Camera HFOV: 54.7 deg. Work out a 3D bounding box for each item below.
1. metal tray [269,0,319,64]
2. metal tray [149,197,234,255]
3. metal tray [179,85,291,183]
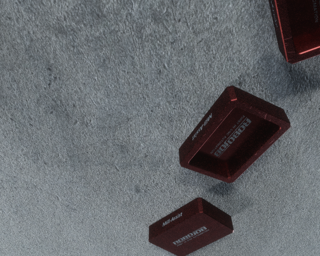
[{"bbox_3d":[0.151,-0.134,0.290,0.090,0.030,0.130,-19,128,15],"label":"metal tray"},{"bbox_3d":[0.054,0.183,0.560,0.090,0.030,0.130,36,121,-27],"label":"metal tray"},{"bbox_3d":[0.095,0.015,0.416,0.091,0.030,0.129,21,127,-18],"label":"metal tray"}]
